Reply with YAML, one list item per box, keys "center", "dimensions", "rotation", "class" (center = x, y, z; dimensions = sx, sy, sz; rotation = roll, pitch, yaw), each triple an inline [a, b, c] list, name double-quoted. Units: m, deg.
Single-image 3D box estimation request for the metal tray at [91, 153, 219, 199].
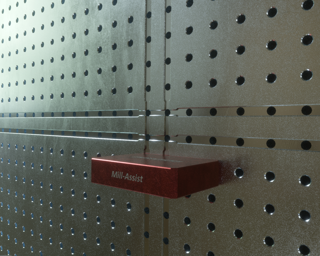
- center: [-0.008, 0.052, 0.371]
  dimensions: [0.130, 0.091, 0.030]
  rotation: [1, 91, 39]
  class: "metal tray"
